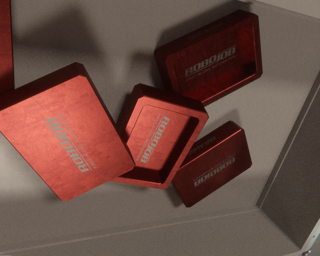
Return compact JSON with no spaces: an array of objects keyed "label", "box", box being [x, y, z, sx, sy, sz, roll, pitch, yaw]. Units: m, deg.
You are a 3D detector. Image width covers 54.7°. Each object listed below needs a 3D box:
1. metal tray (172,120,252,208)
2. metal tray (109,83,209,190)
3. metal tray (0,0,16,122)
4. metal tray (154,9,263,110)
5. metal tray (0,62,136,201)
[{"label":"metal tray","box":[0.078,0.058,0.486,0.131,0.030,0.090,-32,129,-8]},{"label":"metal tray","box":[-0.009,0.016,0.387,0.091,0.030,0.129,14,121,-22]},{"label":"metal tray","box":[-0.178,-0.066,0.267,0.091,0.030,0.129,-4,120,-27]},{"label":"metal tray","box":[0.066,-0.081,0.392,0.131,0.030,0.090,-28,128,-11]},{"label":"metal tray","box":[-0.091,0.009,0.316,0.090,0.030,0.129,-26,128,-4]}]
